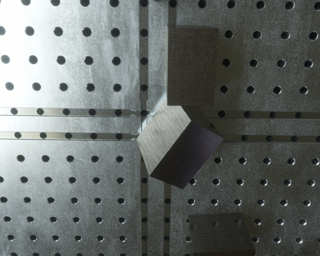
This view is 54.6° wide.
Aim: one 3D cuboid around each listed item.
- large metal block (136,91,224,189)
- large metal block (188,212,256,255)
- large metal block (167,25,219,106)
[{"bbox_3d":[0.021,0.014,0.383,0.050,0.080,0.080,27,109,-28],"label":"large metal block"},{"bbox_3d":[0.085,0.169,0.447,0.080,0.080,0.050,-3,110,1],"label":"large metal block"},{"bbox_3d":[0.033,-0.075,0.357,0.050,0.080,0.079,0,110,0],"label":"large metal block"}]
